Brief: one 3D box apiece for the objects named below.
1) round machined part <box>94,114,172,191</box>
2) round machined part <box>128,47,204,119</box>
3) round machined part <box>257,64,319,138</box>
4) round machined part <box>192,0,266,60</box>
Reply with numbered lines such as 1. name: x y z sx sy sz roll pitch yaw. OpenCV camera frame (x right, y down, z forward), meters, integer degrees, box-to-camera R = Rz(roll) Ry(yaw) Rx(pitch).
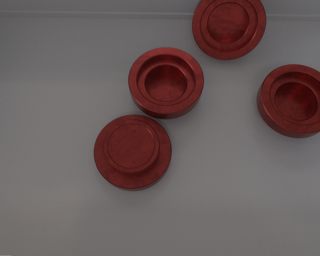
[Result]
1. round machined part: -0.035 0.028 0.390 0.099 0.042 0.098 0 70 0
2. round machined part: 0.008 -0.057 0.421 0.099 0.042 0.098 0 70 0
3. round machined part: 0.178 -0.032 0.413 0.099 0.042 0.098 0 70 0
4. round machined part: 0.095 -0.149 0.437 0.099 0.097 0.042 8 32 3
